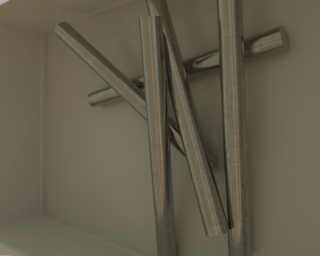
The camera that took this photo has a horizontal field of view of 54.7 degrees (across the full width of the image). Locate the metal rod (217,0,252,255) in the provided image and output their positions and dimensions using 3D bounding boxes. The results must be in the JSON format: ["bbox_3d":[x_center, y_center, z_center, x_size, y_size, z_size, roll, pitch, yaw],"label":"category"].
[{"bbox_3d":[0.077,-0.010,0.320,0.025,0.025,0.298,1,98,40],"label":"metal rod"}]

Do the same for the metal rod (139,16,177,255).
[{"bbox_3d":[0.000,0.026,0.365,0.025,0.025,0.298,8,108,40],"label":"metal rod"}]

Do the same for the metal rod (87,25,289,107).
[{"bbox_3d":[0.009,-0.067,0.399,0.300,0.025,0.025,-11,83,39],"label":"metal rod"}]

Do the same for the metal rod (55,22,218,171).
[{"bbox_3d":[-0.043,-0.050,0.410,0.300,0.025,0.025,43,117,20],"label":"metal rod"}]

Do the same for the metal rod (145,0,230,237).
[{"bbox_3d":[0.025,-0.032,0.352,0.025,0.025,0.299,-22,76,38],"label":"metal rod"}]
